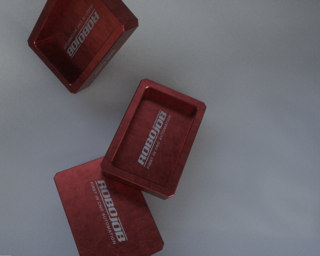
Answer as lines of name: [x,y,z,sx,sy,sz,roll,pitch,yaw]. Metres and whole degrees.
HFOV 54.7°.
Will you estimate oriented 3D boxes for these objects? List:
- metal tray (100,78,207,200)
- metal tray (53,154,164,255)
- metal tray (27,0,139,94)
metal tray: [-0.006,0.012,0.386,0.090,0.030,0.130,23,69,-1]
metal tray: [-0.063,0.102,0.373,0.091,0.030,0.130,-19,70,-20]
metal tray: [-0.096,-0.112,0.366,0.090,0.030,0.129,49,130,-3]
